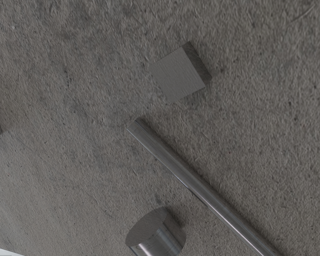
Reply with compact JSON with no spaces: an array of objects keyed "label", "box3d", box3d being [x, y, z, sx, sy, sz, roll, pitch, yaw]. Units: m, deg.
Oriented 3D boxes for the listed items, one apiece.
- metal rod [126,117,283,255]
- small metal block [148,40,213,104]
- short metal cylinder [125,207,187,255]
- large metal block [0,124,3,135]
[{"label":"metal rod","box3d":[0.070,0.098,0.430,0.300,0.025,0.025,44,129,-3]},{"label":"small metal block","box3d":[0.023,-0.063,0.356,0.050,0.025,0.050,-24,105,36]},{"label":"short metal cylinder","box3d":[-0.006,0.170,0.480,0.080,0.080,0.050,-29,102,37]},{"label":"large metal block","box3d":[-0.345,-0.020,0.560,0.080,0.050,0.079,12,123,22]}]
